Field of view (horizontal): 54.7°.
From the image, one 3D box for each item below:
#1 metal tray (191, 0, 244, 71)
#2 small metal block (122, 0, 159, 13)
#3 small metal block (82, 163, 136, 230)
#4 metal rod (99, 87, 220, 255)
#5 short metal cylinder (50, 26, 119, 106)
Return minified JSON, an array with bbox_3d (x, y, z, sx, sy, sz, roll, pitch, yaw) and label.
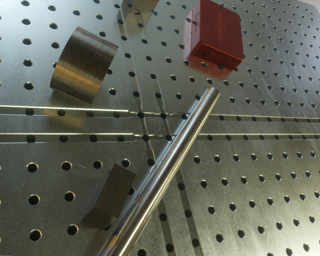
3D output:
[{"bbox_3d":[0.106,-0.176,0.572,0.091,0.030,0.130,18,55,-18],"label":"metal tray"},{"bbox_3d":[-0.027,-0.219,0.513,0.050,0.050,0.025,-18,72,-35],"label":"small metal block"},{"bbox_3d":[-0.053,0.072,0.321,0.025,0.050,0.050,29,52,-10],"label":"small metal block"},{"bbox_3d":[0.015,0.041,0.392,0.025,0.025,0.301,38,51,-3],"label":"metal rod"},{"bbox_3d":[-0.089,-0.073,0.370,0.050,0.080,0.080,25,53,-13],"label":"short metal cylinder"}]
